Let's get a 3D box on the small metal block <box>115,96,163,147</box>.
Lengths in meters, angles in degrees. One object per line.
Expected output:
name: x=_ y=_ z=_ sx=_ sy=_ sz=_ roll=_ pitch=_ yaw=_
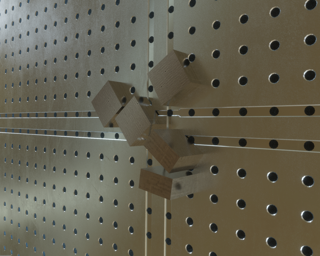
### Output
small metal block: x=-0.030 y=-0.009 z=0.436 sx=0.050 sy=0.025 sz=0.050 roll=-46 pitch=63 yaw=30

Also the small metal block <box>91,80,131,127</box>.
small metal block: x=-0.072 y=-0.036 z=0.471 sx=0.050 sy=0.025 sz=0.050 roll=-45 pitch=63 yaw=31

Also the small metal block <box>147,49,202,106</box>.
small metal block: x=0.017 y=-0.063 z=0.396 sx=0.050 sy=0.025 sz=0.050 roll=-38 pitch=67 yaw=33

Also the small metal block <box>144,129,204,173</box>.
small metal block: x=0.017 y=0.027 z=0.380 sx=0.050 sy=0.050 sz=0.025 roll=45 pitch=117 yaw=30

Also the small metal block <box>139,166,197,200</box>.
small metal block: x=0.010 y=0.066 z=0.386 sx=0.050 sy=0.050 sz=0.025 roll=11 pitch=98 yaw=39
